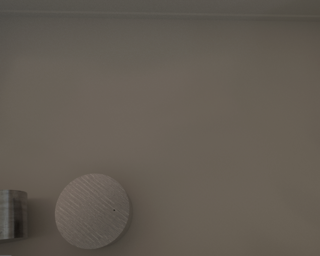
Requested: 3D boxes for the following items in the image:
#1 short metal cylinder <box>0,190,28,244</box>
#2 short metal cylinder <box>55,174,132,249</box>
[{"bbox_3d":[-0.189,0.102,0.341,0.081,0.080,0.050,-9,71,-4],"label":"short metal cylinder"},{"bbox_3d":[-0.074,0.097,0.360,0.081,0.050,0.080,0,70,0],"label":"short metal cylinder"}]
